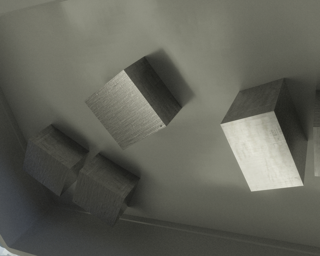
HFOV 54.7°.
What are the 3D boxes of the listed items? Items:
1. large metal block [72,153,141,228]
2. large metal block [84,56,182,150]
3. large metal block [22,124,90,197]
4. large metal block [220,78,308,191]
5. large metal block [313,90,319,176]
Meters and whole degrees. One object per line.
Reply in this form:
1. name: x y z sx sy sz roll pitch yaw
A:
1. large metal block: -0.088 0.101 0.501 0.080 0.050 0.079 30 128 9
2. large metal block: -0.034 -0.030 0.392 0.080 0.050 0.080 -29 103 37
3. large metal block: -0.175 0.055 0.519 0.080 0.050 0.079 35 129 5
4. large metal block: 0.111 0.006 0.318 0.050 0.080 0.080 -16 110 34
5. large metal block: 0.184 0.002 0.277 0.080 0.080 0.050 0 118 28
